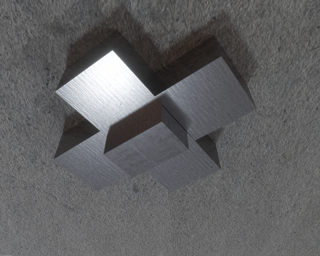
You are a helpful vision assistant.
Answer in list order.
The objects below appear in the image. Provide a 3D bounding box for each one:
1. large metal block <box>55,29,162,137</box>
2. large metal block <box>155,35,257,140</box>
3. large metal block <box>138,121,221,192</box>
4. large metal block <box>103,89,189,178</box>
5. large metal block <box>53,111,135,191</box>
[{"bbox_3d":[-0.054,-0.048,0.350,0.080,0.050,0.080,-29,125,22],"label":"large metal block"},{"bbox_3d":[0.051,-0.043,0.355,0.080,0.050,0.080,-29,125,22],"label":"large metal block"},{"bbox_3d":[0.024,0.032,0.419,0.080,0.050,0.080,-29,125,22],"label":"large metal block"},{"bbox_3d":[-0.016,0.001,0.373,0.080,0.080,0.050,-29,125,22],"label":"large metal block"},{"bbox_3d":[-0.078,0.030,0.416,0.080,0.050,0.080,-29,125,22],"label":"large metal block"}]
